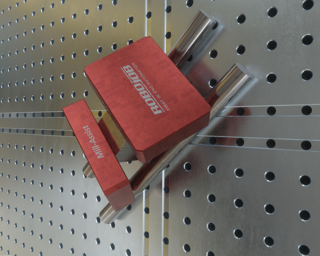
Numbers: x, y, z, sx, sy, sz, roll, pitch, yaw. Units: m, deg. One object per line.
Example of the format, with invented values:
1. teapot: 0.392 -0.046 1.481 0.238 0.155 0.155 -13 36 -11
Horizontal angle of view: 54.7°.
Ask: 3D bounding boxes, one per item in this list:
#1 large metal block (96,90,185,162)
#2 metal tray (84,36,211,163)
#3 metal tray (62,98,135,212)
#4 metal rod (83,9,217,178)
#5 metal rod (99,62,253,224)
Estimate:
1. large metal block: -0.025 -0.003 0.392 0.080 0.081 0.050 -49 61 28
2. metal tray: -0.016 -0.037 0.350 0.090 0.030 0.130 -30 64 -12
3. metal tray: -0.078 0.036 0.401 0.130 0.030 0.090 57 166 24
4. metal rod: -0.029 -0.030 0.431 0.298 0.025 0.025 -50 61 28
5. metal rod: 0.005 0.037 0.404 0.299 0.025 0.025 -49 61 28
